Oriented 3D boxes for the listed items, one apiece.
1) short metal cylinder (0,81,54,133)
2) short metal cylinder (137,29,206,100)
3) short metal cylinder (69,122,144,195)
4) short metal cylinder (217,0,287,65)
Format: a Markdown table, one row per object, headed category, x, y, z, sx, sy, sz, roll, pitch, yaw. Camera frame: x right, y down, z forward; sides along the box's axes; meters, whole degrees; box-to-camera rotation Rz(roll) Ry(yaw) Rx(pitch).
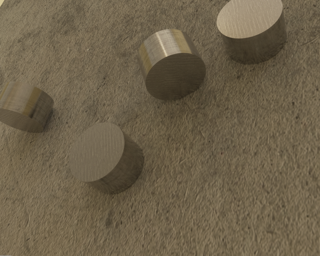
| category | x | y | z | sx | sy | sz | roll | pitch | yaw |
| --- | --- | --- | --- | --- | --- | --- | --- | --- | --- |
| short metal cylinder | -0.222 | -0.032 | 0.505 | 0.080 | 0.080 | 0.050 | -1 | 62 | 28 |
| short metal cylinder | 0.014 | -0.083 | 0.412 | 0.080 | 0.080 | 0.050 | -27 | 52 | 11 |
| short metal cylinder | -0.068 | 0.040 | 0.400 | 0.080 | 0.050 | 0.080 | -13 | 56 | 21 |
| short metal cylinder | 0.120 | -0.130 | 0.405 | 0.080 | 0.050 | 0.080 | -13 | 56 | 21 |
